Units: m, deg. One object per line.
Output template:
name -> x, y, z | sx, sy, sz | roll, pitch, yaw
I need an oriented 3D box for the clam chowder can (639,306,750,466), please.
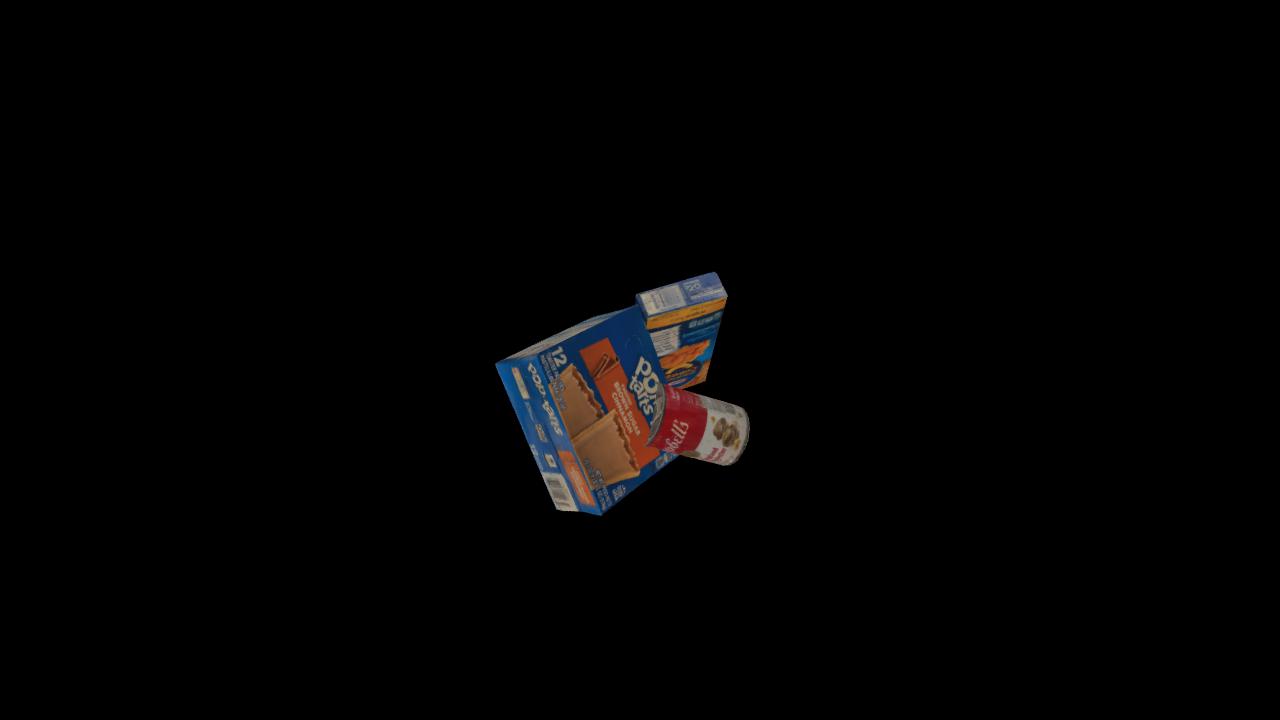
clam chowder can -> 0.054, 0.068, 0.641 | 0.102, 0.068, 0.068 | 16, -6, -20

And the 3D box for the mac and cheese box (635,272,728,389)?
mac and cheese box -> 0.040, -0.021, 0.709 | 0.093, 0.041, 0.184 | -18, -29, -12

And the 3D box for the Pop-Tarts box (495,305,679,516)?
Pop-Tarts box -> -0.043, 0.049, 0.631 | 0.083, 0.167, 0.141 | -7, 17, 48
